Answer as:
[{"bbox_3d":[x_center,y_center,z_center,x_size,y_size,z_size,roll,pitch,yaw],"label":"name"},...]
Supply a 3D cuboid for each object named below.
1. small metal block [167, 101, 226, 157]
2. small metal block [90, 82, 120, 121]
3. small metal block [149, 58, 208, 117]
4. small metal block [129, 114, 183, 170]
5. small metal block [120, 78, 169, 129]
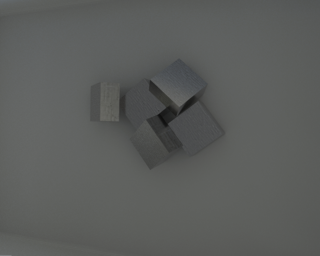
[{"bbox_3d":[0.046,0.001,0.392,0.050,0.025,0.050,-37,79,16],"label":"small metal block"},{"bbox_3d":[-0.075,-0.034,0.420,0.050,0.025,0.050,1,90,63],"label":"small metal block"},{"bbox_3d":[0.022,-0.051,0.388,0.050,0.025,0.050,-40,75,-21],"label":"small metal block"},{"bbox_3d":[-0.006,0.018,0.398,0.050,0.025,0.050,55,137,12],"label":"small metal block"},{"bbox_3d":[-0.021,-0.030,0.415,0.050,0.025,0.050,-39,78,15],"label":"small metal block"}]
